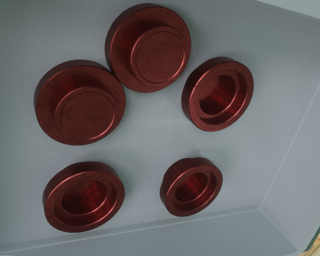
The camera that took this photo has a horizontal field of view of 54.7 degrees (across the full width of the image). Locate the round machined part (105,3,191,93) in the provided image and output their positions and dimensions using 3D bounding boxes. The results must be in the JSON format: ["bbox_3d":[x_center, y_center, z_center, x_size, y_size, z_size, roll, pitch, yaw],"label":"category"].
[{"bbox_3d":[-0.008,-0.083,0.343,0.099,0.042,0.097,-14,125,-21],"label":"round machined part"}]

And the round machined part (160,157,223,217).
[{"bbox_3d":[0.044,0.085,0.476,0.099,0.042,0.097,-14,125,-21],"label":"round machined part"}]

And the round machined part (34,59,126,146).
[{"bbox_3d":[-0.083,-0.022,0.340,0.099,0.042,0.097,-14,125,-21],"label":"round machined part"}]

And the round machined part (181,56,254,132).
[{"bbox_3d":[0.071,-0.047,0.409,0.099,0.042,0.097,-14,125,-21],"label":"round machined part"}]

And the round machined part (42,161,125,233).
[{"bbox_3d":[-0.099,0.083,0.396,0.099,0.042,0.097,-14,125,-21],"label":"round machined part"}]
